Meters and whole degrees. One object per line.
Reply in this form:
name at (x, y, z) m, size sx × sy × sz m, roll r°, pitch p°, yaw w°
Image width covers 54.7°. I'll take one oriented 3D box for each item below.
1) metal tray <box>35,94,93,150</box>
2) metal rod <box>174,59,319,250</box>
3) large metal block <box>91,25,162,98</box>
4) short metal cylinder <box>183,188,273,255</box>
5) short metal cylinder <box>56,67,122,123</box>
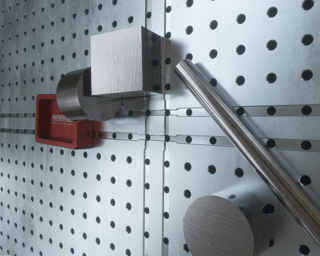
metal tray at (-0.171, -0.014, 0.543) m, size 0.130 × 0.030 × 0.089 m, roll 5°, pitch 93°, yaw 39°
metal rod at (0.106, 0.035, 0.320) m, size 0.025 × 0.025 × 0.299 m, roll -50°, pitch 61°, yaw 28°
large metal block at (-0.045, -0.085, 0.419) m, size 0.080 × 0.050 × 0.079 m, roll -2°, pitch 89°, yaw 28°
short metal cylinder at (0.072, 0.108, 0.332) m, size 0.080 × 0.050 × 0.079 m, roll 0°, pitch 90°, yaw 39°
short metal cylinder at (-0.103, -0.048, 0.456) m, size 0.050 × 0.081 × 0.079 m, roll -2°, pitch 89°, yaw 40°
